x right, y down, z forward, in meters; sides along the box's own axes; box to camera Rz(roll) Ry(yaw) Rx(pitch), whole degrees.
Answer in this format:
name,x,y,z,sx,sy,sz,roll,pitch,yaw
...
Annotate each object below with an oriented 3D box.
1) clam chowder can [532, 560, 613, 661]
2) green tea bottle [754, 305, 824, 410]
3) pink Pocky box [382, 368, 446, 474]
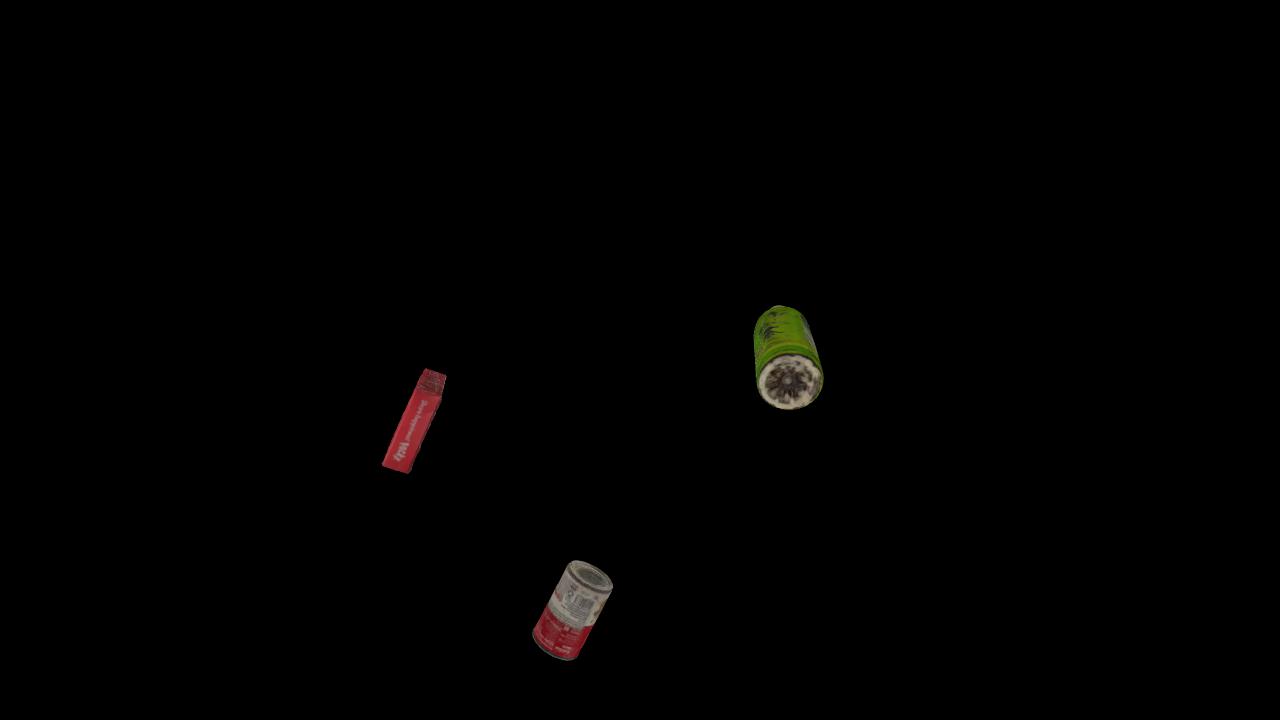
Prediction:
name,x,y,z,sx,sy,sz,roll,pitch,yaw
clam chowder can,-0.086,0.321,0.793,0.068,0.102,0.068,27,3,-2
green tea bottle,0.172,-0.017,0.731,0.073,0.073,0.212,0,22,11
pink Pocky box,-0.240,0.060,0.665,0.029,0.084,0.155,24,0,-17
